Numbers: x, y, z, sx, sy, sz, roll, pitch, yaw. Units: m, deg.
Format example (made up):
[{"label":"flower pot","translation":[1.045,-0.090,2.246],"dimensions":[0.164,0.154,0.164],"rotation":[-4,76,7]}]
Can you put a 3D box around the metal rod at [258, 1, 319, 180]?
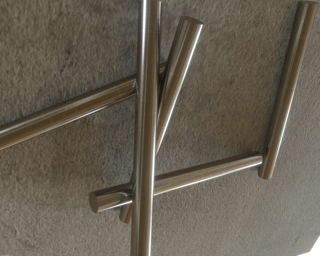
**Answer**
[{"label":"metal rod","translation":[0.195,-0.041,0.490],"dimensions":[0.025,0.025,0.298],"rotation":[-13,124,-22]}]

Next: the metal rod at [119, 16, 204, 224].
[{"label":"metal rod","translation":[-0.008,0.012,0.389],"dimensions":[0.025,0.025,0.298],"rotation":[0,125,-29]}]

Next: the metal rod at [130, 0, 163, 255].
[{"label":"metal rod","translation":[-0.017,0.015,0.351],"dimensions":[0.025,0.025,0.298],"rotation":[-3,103,-27]}]

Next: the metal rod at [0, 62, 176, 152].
[{"label":"metal rod","translation":[-0.114,-0.012,0.337],"dimensions":[0.302,0.025,0.025],"rotation":[-24,128,-14]}]

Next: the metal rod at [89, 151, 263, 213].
[{"label":"metal rod","translation":[0.045,0.069,0.444],"dimensions":[0.303,0.025,0.025],"rotation":[-8,123,-36]}]
